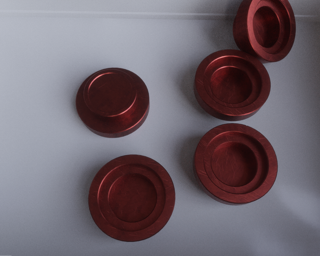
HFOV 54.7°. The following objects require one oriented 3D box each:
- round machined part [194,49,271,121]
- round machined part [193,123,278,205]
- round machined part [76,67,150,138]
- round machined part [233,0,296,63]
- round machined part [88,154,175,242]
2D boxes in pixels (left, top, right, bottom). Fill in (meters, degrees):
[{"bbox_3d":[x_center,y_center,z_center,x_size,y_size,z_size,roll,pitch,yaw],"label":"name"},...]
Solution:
[{"bbox_3d":[0.095,-0.054,0.422,0.099,0.042,0.098,0,70,0],"label":"round machined part"},{"bbox_3d":[0.090,0.046,0.385,0.099,0.042,0.098,0,70,-1],"label":"round machined part"},{"bbox_3d":[-0.064,-0.039,0.414,0.099,0.042,0.098,0,70,-1],"label":"round machined part"},{"bbox_3d":[0.142,-0.140,0.437,0.099,0.042,0.097,-3,95,-30],"label":"round machined part"},{"bbox_3d":[-0.032,0.084,0.370,0.099,0.042,0.098,0,70,-1],"label":"round machined part"}]
